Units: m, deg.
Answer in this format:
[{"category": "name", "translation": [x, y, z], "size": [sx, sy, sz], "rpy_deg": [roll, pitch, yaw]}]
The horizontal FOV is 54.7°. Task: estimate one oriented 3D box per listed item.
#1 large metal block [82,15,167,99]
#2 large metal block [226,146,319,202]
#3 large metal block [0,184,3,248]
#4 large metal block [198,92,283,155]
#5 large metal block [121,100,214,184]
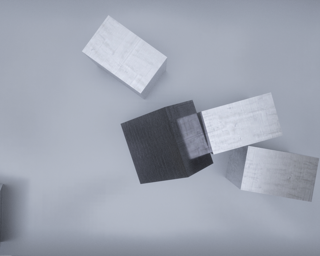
[{"category": "large metal block", "translation": [-0.039, -0.082, 0.383], "size": [0.080, 0.080, 0.050], "rpy_deg": [36, 90, 0]}, {"category": "large metal block", "translation": [0.134, 0.051, 0.385], "size": [0.080, 0.080, 0.050], "rpy_deg": [10, 90, 0]}, {"category": "large metal block", "translation": [-0.242, 0.115, 0.383], "size": [0.081, 0.050, 0.080], "rpy_deg": [2, 90, -23]}, {"category": "large metal block", "translation": [0.092, -0.005, 0.384], "size": [0.080, 0.080, 0.050], "rpy_deg": [-16, 90, 0]}, {"category": "large metal block", "translation": [0.007, 0.018, 0.378], "size": [0.080, 0.050, 0.080], "rpy_deg": [-18, 90, 44]}]
